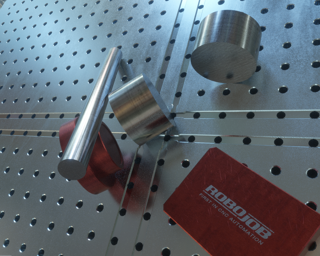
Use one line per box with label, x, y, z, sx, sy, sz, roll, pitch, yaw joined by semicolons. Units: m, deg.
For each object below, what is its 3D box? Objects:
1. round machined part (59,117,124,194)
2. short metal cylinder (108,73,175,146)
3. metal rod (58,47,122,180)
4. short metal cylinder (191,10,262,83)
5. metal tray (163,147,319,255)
round machined part;-0.079;0.029;0.386;0.042;0.098;0.098;-26;52;4
short metal cylinder;-0.022;-0.024;0.400;0.050;0.080;0.080;-31;52;9
metal rod;-0.077;-0.044;0.402;0.025;0.025;0.300;-23;30;14
short metal cylinder;0.083;-0.100;0.391;0.080;0.080;0.050;2;63;29
metal tray;0.077;0.088;0.310;0.130;0.030;0.090;35;81;38
